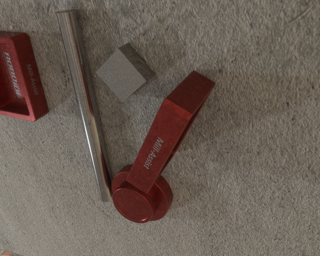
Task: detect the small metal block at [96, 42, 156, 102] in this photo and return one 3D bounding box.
[{"bbox_3d":[-0.043,-0.068,0.386,0.050,0.025,0.050,49,128,-7],"label":"small metal block"}]

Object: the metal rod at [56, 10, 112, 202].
[{"bbox_3d":[-0.101,-0.013,0.449,0.025,0.025,0.298,8,122,23],"label":"metal rod"}]

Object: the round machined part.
[{"bbox_3d":[-0.033,0.107,0.478,0.098,0.042,0.097,13,124,20],"label":"round machined part"}]

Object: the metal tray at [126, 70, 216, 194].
[{"bbox_3d":[0.012,0.006,0.361,0.030,0.090,0.129,32,128,7],"label":"metal tray"}]

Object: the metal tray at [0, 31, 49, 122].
[{"bbox_3d":[-0.228,-0.078,0.472,0.090,0.030,0.129,10,123,22],"label":"metal tray"}]
